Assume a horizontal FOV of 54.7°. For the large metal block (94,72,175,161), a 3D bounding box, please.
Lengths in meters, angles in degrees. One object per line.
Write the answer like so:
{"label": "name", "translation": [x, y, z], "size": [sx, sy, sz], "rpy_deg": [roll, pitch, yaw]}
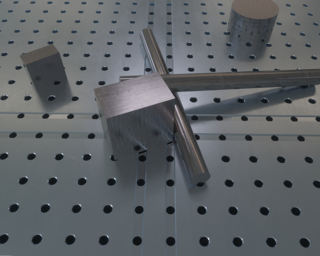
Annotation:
{"label": "large metal block", "translation": [-0.030, -0.014, 0.383], "size": [0.081, 0.080, 0.050], "rpy_deg": [-18, 53, -15]}

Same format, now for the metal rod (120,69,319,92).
{"label": "metal rod", "translation": [0.095, -0.067, 0.443], "size": [0.302, 0.025, 0.025], "rpy_deg": [-4, 50, -13]}

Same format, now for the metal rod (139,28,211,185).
{"label": "metal rod", "translation": [0.011, -0.053, 0.451], "size": [0.025, 0.025, 0.300], "rpy_deg": [-10, 51, -9]}

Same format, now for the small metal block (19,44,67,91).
{"label": "small metal block", "translation": [-0.174, -0.091, 0.467], "size": [0.050, 0.050, 0.025], "rpy_deg": [-28, 56, -22]}

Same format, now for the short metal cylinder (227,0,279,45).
{"label": "short metal cylinder", "translation": [0.166, -0.195, 0.556], "size": [0.081, 0.050, 0.080], "rpy_deg": [0, 50, 0]}
